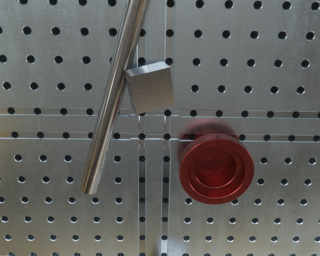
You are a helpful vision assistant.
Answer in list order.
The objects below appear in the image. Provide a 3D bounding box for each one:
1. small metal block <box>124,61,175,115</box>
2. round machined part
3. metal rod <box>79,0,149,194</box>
[{"bbox_3d":[-0.012,-0.050,0.383,0.050,0.025,0.050,-16,122,-13],"label":"small metal block"},{"bbox_3d":[0.075,0.052,0.425,0.099,0.042,0.097,0,110,-1],"label":"round machined part"},{"bbox_3d":[-0.059,-0.046,0.395,0.025,0.025,0.298,16,109,-6],"label":"metal rod"}]
